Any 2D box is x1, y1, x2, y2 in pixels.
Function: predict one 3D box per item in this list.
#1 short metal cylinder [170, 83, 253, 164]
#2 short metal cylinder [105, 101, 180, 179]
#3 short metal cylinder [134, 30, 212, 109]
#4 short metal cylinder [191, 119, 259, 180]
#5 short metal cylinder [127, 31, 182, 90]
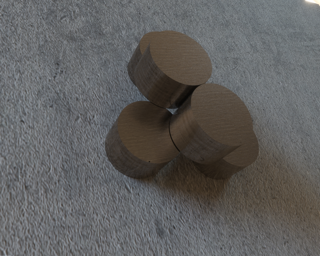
[{"bbox_3d":[0.058,-0.005,0.358,0.081,0.050,0.080,14,56,-21],"label":"short metal cylinder"},{"bbox_3d":[-0.020,0.015,0.369,0.081,0.050,0.080,14,56,-21],"label":"short metal cylinder"},{"bbox_3d":[0.015,-0.070,0.375,0.081,0.050,0.080,13,56,-20],"label":"short metal cylinder"},{"bbox_3d":[0.085,0.024,0.419,0.081,0.050,0.080,14,56,-21],"label":"short metal cylinder"},{"bbox_3d":[-0.001,-0.091,0.444,0.081,0.050,0.080,14,56,-21],"label":"short metal cylinder"}]
